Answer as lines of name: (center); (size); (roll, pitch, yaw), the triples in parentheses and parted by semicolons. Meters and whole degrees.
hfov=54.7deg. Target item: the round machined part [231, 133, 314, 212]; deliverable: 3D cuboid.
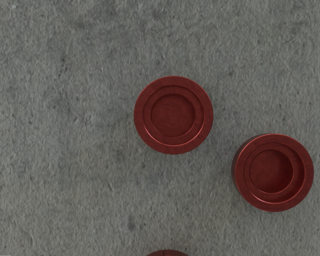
round machined part: (0.142, 0.055, 0.403); (0.099, 0.042, 0.097); (0, 90, -1)

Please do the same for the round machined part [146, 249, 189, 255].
round machined part: (0.010, 0.206, 0.402); (0.099, 0.042, 0.097); (0, 90, -1)

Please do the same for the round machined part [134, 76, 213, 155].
round machined part: (0.017, -0.016, 0.402); (0.099, 0.042, 0.097); (0, 90, -1)
